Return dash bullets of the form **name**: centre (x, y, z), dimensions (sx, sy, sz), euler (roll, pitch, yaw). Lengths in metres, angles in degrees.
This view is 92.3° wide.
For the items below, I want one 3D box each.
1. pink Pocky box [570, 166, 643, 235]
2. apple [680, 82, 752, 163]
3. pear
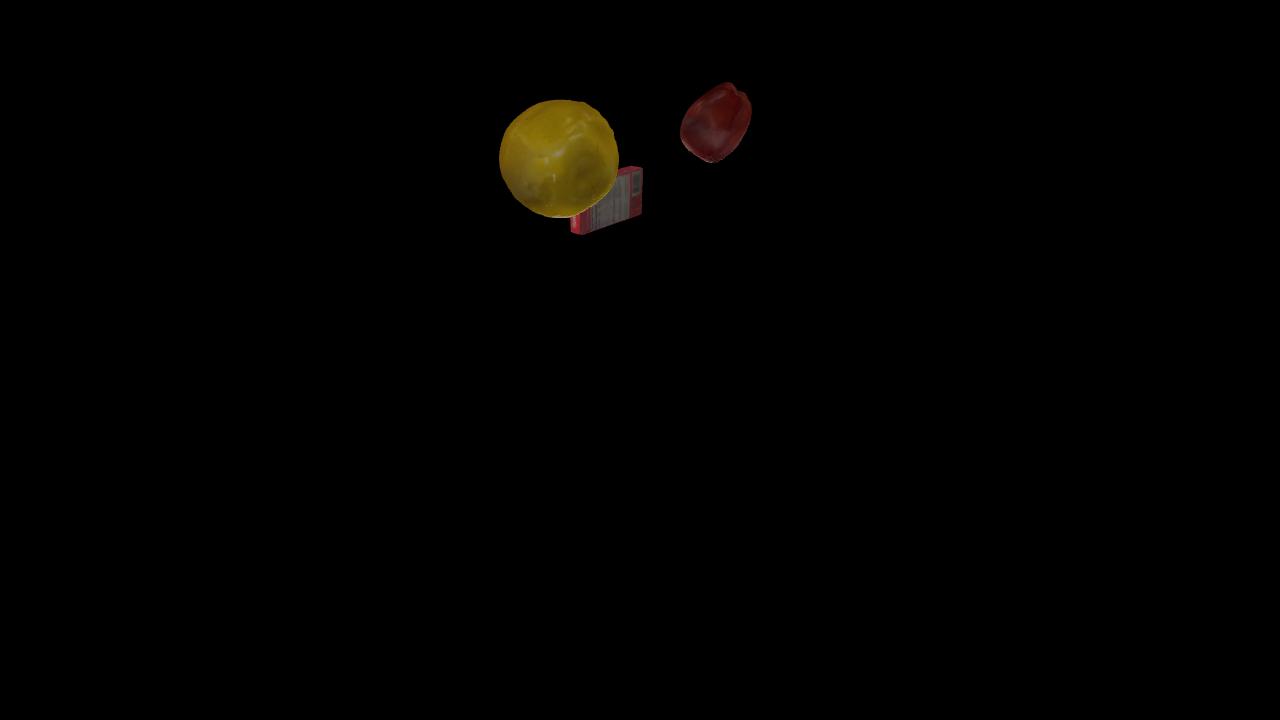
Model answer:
- **pink Pocky box**: centre (-0.055, -0.269, 1.028), dimensions (0.029, 0.084, 0.155), euler (24, 38, 33)
- **apple**: centre (0.092, -0.290, 0.755), dimensions (0.079, 0.079, 0.093), euler (0, -36, -47)
- **pear**: centre (-0.069, -0.147, 0.427), dimensions (0.080, 0.080, 0.111), euler (0, 28, -46)
